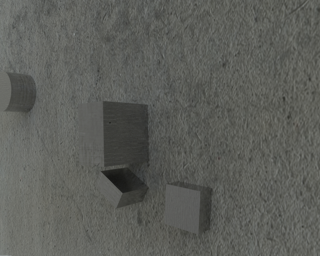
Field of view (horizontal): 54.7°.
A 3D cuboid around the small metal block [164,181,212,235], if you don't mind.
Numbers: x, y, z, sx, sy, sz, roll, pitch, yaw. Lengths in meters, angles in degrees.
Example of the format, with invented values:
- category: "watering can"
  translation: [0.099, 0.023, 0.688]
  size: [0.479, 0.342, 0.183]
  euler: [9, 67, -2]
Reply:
- category: "small metal block"
  translation: [0.034, 0.095, 0.377]
  size: [0.050, 0.025, 0.050]
  euler: [4, 93, 40]

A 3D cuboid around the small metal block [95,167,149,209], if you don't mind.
- category: "small metal block"
  translation: [-0.053, 0.082, 0.433]
  size: [0.050, 0.050, 0.025]
  euler: [36, 112, 34]

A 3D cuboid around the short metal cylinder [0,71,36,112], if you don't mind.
- category: "short metal cylinder"
  translation: [-0.298, -0.073, 0.635]
  size: [0.080, 0.050, 0.080]
  euler: [0, 90, 40]

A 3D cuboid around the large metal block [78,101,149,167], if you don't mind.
- category: "large metal block"
  translation: [-0.061, 0.008, 0.420]
  size: [0.050, 0.081, 0.080]
  euler: [-2, 89, 40]
